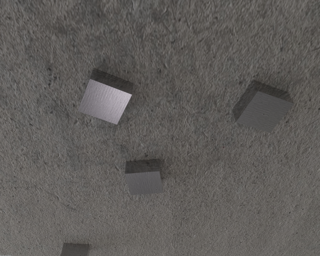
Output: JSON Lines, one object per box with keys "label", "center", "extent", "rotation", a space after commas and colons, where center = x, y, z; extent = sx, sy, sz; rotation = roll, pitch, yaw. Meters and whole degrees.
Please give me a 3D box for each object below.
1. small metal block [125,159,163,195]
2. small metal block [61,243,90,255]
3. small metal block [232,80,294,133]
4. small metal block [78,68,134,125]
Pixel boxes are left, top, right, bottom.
{"label": "small metal block", "center": [-0.023, 0.075, 0.471], "extent": [0.050, 0.025, 0.050], "rotation": [-5, 130, 4]}
{"label": "small metal block", "center": [-0.168, 0.257, 0.608], "extent": [0.050, 0.050, 0.025], "rotation": [4, 130, -4]}
{"label": "small metal block", "center": [0.127, -0.026, 0.386], "extent": [0.050, 0.025, 0.050], "rotation": [16, 128, -14]}
{"label": "small metal block", "center": [-0.066, -0.037, 0.375], "extent": [0.050, 0.025, 0.050], "rotation": [20, 127, -16]}
